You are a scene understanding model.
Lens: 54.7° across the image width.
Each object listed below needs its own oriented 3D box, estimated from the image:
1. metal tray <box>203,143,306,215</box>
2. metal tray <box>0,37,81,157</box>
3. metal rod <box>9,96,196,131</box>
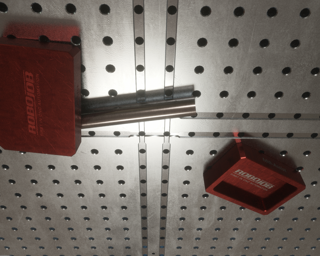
[{"bbox_3d":[0.145,0.083,0.481,0.131,0.030,0.090,25,126,-21],"label":"metal tray"},{"bbox_3d":[-0.140,-0.033,0.358,0.091,0.030,0.129,6,118,-2],"label":"metal tray"},{"bbox_3d":[-0.105,-0.011,0.400,0.302,0.025,0.025,-7,130,5],"label":"metal rod"}]
